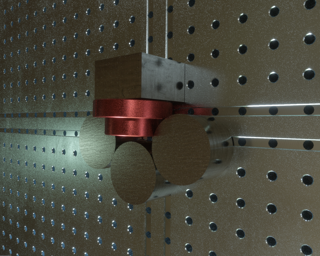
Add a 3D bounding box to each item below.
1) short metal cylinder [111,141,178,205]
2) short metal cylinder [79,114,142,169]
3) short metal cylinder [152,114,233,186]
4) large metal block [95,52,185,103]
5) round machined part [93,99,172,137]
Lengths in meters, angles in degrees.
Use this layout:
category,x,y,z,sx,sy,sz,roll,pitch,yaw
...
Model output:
category,x,y,z,sx,sy,sz,roll,pitch,yaw
short metal cylinder,-0.019,0.057,0.410,0.080,0.050,0.079,0,90,40
short metal cylinder,-0.073,0.018,0.454,0.080,0.050,0.079,0,90,40
short metal cylinder,0.037,0.024,0.363,0.080,0.050,0.079,0,90,40
large metal block,-0.025,-0.059,0.394,0.080,0.081,0.050,1,91,40
round machined part,-0.034,-0.012,0.388,0.098,0.099,0.042,3,91,40
